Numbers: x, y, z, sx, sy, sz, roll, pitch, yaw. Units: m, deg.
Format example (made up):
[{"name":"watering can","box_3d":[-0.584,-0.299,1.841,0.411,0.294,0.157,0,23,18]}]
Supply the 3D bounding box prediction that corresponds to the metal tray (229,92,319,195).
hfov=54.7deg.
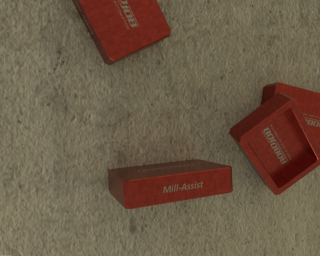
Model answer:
[{"name":"metal tray","box_3d":[0.168,0.026,0.438,0.090,0.030,0.130,-38,119,3]}]

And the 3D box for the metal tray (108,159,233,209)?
[{"name":"metal tray","box_3d":[0.010,0.064,0.379,0.131,0.090,0.030,-4,92,-20]}]

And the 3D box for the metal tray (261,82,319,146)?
[{"name":"metal tray","box_3d":[0.221,-0.014,0.490,0.131,0.030,0.089,10,87,-20]}]

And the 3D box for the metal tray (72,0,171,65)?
[{"name":"metal tray","box_3d":[-0.055,-0.156,0.387,0.091,0.030,0.129,-30,100,-18]}]
